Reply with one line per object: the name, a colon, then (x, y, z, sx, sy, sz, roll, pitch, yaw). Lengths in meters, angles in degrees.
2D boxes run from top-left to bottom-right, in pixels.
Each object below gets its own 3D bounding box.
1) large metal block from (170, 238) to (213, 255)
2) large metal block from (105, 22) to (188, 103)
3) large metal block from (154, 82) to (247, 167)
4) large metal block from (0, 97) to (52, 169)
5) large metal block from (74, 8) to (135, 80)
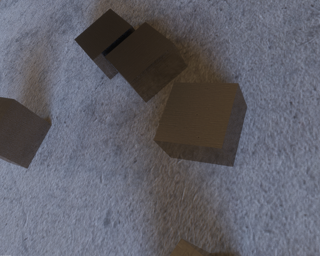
large metal block: (0.028, 0.150, 0.261, 0.050, 0.080, 0.080, 29, 78, 37)
large metal block: (-0.021, -0.098, 0.457, 0.080, 0.050, 0.080, -41, 51, 0)
large metal block: (0.050, -0.006, 0.365, 0.080, 0.050, 0.080, 6, 64, 30)
large metal block: (-0.232, 0.007, 0.483, 0.050, 0.080, 0.080, 9, 66, 32)
large metal block: (-0.083, -0.140, 0.516, 0.080, 0.050, 0.080, -41, 51, -1)
